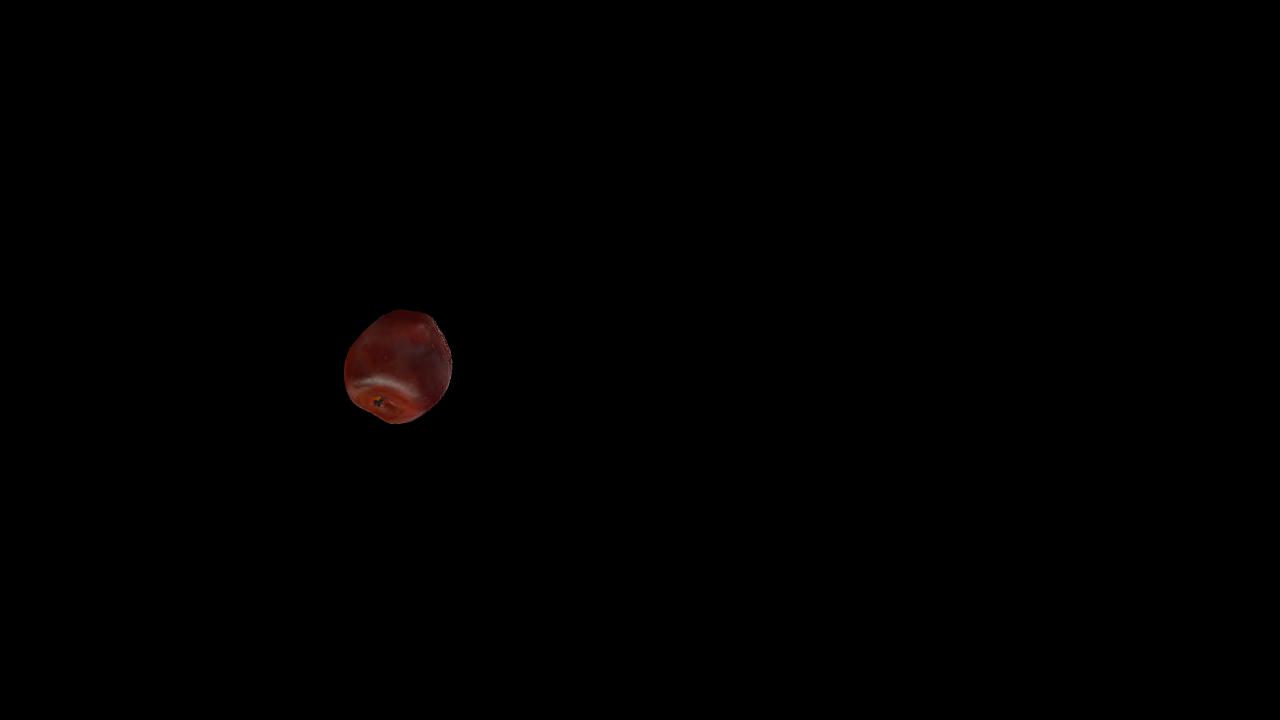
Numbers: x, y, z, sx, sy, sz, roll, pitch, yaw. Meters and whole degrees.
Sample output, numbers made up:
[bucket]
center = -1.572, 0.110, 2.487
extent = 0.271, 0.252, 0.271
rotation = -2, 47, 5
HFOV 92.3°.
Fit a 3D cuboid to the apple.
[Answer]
[apple]
center = -0.188, 0.004, 0.484
extent = 0.079, 0.079, 0.093
rotation = 3, 45, 3
